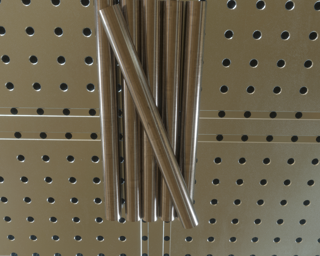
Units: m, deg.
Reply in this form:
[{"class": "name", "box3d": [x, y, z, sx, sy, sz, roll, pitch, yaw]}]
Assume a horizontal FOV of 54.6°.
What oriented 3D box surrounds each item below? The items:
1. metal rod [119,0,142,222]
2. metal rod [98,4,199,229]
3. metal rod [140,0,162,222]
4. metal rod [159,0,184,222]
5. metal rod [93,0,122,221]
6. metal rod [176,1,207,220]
[{"class": "metal rod", "box3d": [-0.037, -0.008, 0.409, 0.025, 0.025, 0.298, 1, 110, 0]}, {"class": "metal rod", "box3d": [-0.007, 0.001, 0.387, 0.025, 0.025, 0.299, -18, 109, 6]}, {"class": "metal rod", "box3d": [-0.013, -0.008, 0.409, 0.025, 0.025, 0.298, 1, 110, 0]}, {"class": "metal rod", "box3d": [0.013, -0.008, 0.411, 0.025, 0.025, 0.298, 1, 110, 0]}, {"class": "metal rod", "box3d": [-0.067, -0.010, 0.408, 0.025, 0.025, 0.298, 1, 110, 0]}, {"class": "metal rod", "box3d": [0.039, -0.007, 0.411, 0.025, 0.025, 0.298, 1, 110, -1]}]
